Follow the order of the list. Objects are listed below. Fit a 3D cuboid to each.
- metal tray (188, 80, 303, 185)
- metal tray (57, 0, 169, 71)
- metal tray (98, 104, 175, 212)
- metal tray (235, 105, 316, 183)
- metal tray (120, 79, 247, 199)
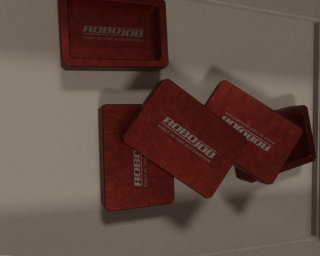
[{"bbox_3d":[0.115,0.006,0.427,0.130,0.030,0.090,33,84,1],"label":"metal tray"},{"bbox_3d":[-0.057,-0.118,0.387,0.131,0.030,0.089,-3,91,-20],"label":"metal tray"},{"bbox_3d":[-0.030,0.035,0.398,0.091,0.030,0.129,-2,91,-20],"label":"metal tray"},{"bbox_3d":[0.172,0.021,0.473,0.131,0.030,0.089,-14,95,-20],"label":"metal tray"},{"bbox_3d":[0.030,0.014,0.377,0.130,0.030,0.090,36,83,-12],"label":"metal tray"}]
